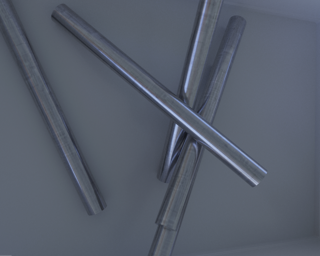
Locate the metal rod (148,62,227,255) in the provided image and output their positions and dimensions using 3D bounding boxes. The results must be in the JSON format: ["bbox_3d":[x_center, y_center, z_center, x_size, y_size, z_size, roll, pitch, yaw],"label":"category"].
[{"bbox_3d":[0.039,0.041,0.388,0.025,0.025,0.300,29,67,-18],"label":"metal rod"}]

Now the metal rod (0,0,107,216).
[{"bbox_3d":[-0.134,-0.035,0.360,0.025,0.025,0.299,-26,99,-18],"label":"metal rod"}]

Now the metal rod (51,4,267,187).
[{"bbox_3d":[-0.005,-0.041,0.354,0.300,0.025,0.025,40,76,5],"label":"metal rod"}]

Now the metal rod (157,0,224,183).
[{"bbox_3d":[0.039,-0.067,0.357,0.025,0.025,0.298,4,115,-20],"label":"metal rod"}]

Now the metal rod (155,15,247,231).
[{"bbox_3d":[0.059,-0.023,0.387,0.025,0.025,0.300,30,67,-18],"label":"metal rod"}]
